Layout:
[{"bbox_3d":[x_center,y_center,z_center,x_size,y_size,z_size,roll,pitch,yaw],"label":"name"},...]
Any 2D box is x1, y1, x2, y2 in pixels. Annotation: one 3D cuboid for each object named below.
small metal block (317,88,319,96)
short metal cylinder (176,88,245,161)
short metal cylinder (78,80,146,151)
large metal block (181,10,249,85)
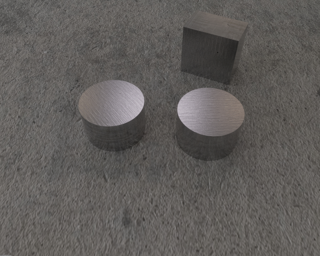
[{"bbox_3d":[0.268,-0.049,0.447,0.050,0.025,0.050,-16,52,-13],"label":"small metal block"},{"bbox_3d":[0.061,-0.005,0.392,0.081,0.050,0.080,0,50,0],"label":"short metal cylinder"},{"bbox_3d":[-0.060,-0.017,0.401,0.081,0.050,0.080,0,50,0],"label":"short metal cylinder"},{"bbox_3d":[0.080,-0.121,0.470,0.080,0.080,0.050,20,53,16],"label":"large metal block"}]
